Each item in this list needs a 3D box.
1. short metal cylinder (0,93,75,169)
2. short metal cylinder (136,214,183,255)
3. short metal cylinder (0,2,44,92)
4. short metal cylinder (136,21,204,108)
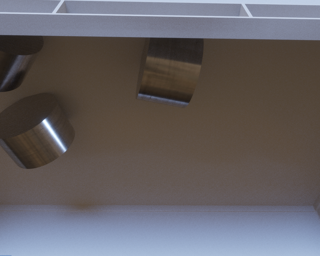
[{"bbox_3d":[-0.151,0.002,0.373,0.080,0.080,0.050,-12,129,10],"label":"short metal cylinder"},{"bbox_3d":[-0.001,0.200,0.546,0.081,0.080,0.050,0,130,-1],"label":"short metal cylinder"},{"bbox_3d":[-0.163,-0.081,0.301,0.080,0.080,0.050,30,124,-23],"label":"short metal cylinder"},{"bbox_3d":[0.007,-0.064,0.319,0.050,0.080,0.079,10,129,-9],"label":"short metal cylinder"}]
